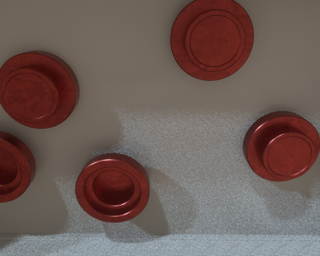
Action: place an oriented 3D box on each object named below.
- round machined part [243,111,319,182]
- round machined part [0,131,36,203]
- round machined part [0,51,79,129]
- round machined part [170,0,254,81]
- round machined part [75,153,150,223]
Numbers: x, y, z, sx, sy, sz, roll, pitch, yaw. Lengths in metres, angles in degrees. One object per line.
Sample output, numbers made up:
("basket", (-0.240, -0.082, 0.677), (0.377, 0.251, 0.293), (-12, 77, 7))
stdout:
("round machined part", (0.166, 0.030, 0.414), (0.099, 0.042, 0.097), (0, 110, 0))
("round machined part", (-0.217, 0.048, 0.418), (0.099, 0.042, 0.097), (0, 110, 0))
("round machined part", (-0.154, -0.044, 0.384), (0.099, 0.042, 0.097), (0, 110, 0))
("round machined part", (0.062, -0.103, 0.365), (0.099, 0.042, 0.097), (0, 110, 0))
("round machined part", (-0.063, 0.079, 0.431), (0.099, 0.042, 0.097), (0, 110, 0))
